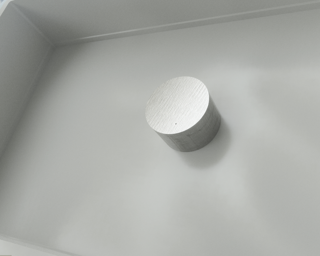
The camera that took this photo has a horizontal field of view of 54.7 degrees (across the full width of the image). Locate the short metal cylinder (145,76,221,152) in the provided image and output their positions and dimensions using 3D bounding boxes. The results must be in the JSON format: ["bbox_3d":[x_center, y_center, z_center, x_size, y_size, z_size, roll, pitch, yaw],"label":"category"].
[{"bbox_3d":[0.029,-0.017,0.384,0.080,0.050,0.080,-13,56,20],"label":"short metal cylinder"}]
